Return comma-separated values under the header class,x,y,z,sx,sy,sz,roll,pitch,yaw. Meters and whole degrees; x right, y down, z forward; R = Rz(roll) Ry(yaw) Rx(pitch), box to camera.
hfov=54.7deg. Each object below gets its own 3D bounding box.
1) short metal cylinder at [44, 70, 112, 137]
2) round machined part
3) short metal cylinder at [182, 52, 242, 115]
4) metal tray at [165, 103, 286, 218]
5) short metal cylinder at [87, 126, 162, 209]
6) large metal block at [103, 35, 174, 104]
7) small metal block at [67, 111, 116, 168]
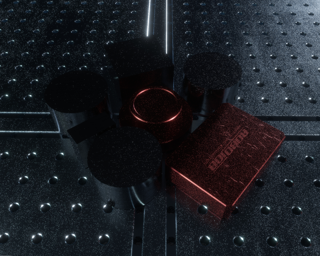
class,x,y,z,sx,sy,sz,roll,pitch,yaw
short metal cylinder,-0.107,-0.032,0.417,0.080,0.050,0.080,0,50,0
round machined part,-0.006,-0.019,0.411,0.099,0.042,0.098,0,50,0
short metal cylinder,0.072,-0.064,0.445,0.080,0.050,0.080,0,50,0
metal tray,0.079,0.032,0.376,0.090,0.030,0.131,33,57,25
short metal cylinder,-0.038,0.044,0.353,0.080,0.050,0.080,0,50,0
large metal block,-0.032,-0.090,0.466,0.081,0.050,0.080,-17,52,-14
small metal block,-0.079,0.015,0.377,0.050,0.050,0.025,-30,56,-23
